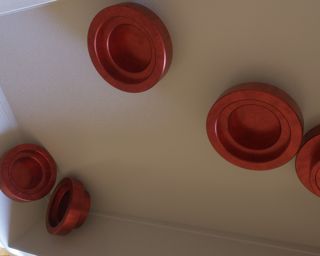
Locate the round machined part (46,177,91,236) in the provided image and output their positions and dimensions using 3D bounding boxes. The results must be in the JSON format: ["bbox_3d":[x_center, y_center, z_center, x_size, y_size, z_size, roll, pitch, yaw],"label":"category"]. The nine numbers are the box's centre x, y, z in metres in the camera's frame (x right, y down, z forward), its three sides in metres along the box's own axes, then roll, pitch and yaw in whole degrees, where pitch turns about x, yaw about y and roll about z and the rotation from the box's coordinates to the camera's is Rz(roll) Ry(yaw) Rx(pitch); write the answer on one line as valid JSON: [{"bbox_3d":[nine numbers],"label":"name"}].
[{"bbox_3d":[-0.157,0.138,0.543,0.042,0.098,0.098,25,138,-34],"label":"round machined part"}]

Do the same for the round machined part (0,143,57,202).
[{"bbox_3d":[-0.233,0.079,0.533,0.042,0.098,0.098,-20,108,36],"label":"round machined part"}]

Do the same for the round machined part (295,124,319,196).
[{"bbox_3d":[0.194,0.043,0.322,0.098,0.042,0.097,13,124,21],"label":"round machined part"}]

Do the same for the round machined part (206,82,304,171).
[{"bbox_3d":[0.104,-0.005,0.340,0.098,0.042,0.097,13,124,21],"label":"round machined part"}]

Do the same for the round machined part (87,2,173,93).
[{"bbox_3d":[-0.030,-0.093,0.356,0.098,0.042,0.097,13,124,21],"label":"round machined part"}]
